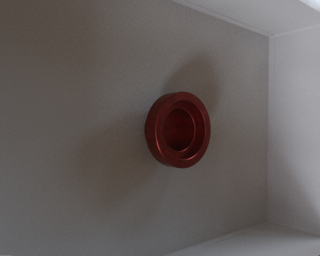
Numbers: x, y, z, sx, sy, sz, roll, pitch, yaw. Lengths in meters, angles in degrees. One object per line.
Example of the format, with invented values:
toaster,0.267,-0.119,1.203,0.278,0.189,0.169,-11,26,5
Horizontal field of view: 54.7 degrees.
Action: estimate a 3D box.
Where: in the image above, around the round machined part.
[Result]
round machined part,0.019,0.002,0.409,0.099,0.042,0.097,0,90,-40
